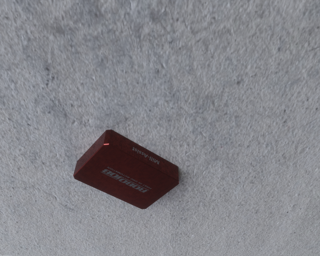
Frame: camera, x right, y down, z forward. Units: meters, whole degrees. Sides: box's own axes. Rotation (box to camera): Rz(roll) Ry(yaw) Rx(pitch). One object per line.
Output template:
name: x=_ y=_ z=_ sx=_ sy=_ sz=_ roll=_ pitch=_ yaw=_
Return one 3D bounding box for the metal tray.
metal tray: x=-0.048 y=0.066 z=0.460 sx=0.131 sy=0.030 sz=0.090 roll=31 pitch=123 yaw=-25
